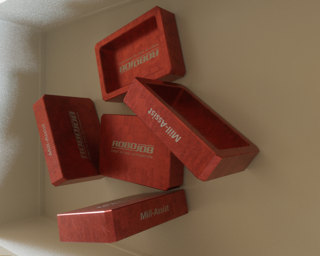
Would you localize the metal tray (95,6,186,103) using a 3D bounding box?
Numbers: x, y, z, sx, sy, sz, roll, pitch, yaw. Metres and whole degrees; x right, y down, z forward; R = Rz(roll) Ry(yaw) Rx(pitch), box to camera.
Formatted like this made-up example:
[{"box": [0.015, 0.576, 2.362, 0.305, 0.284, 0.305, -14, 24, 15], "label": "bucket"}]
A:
[{"box": [-0.032, -0.095, 0.426, 0.130, 0.030, 0.090, -17, 79, 38], "label": "metal tray"}]

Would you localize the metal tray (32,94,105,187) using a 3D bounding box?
[{"box": [-0.129, 0.016, 0.466, 0.030, 0.091, 0.129, -30, 72, 35], "label": "metal tray"}]

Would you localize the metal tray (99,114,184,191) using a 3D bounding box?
[{"box": [-0.028, 0.028, 0.421, 0.130, 0.030, 0.089, 5, 93, 39], "label": "metal tray"}]

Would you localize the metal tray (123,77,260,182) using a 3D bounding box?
[{"box": [0.033, -0.004, 0.333, 0.130, 0.091, 0.030, 45, 118, 30], "label": "metal tray"}]

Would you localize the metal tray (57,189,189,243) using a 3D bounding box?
[{"box": [-0.039, 0.101, 0.365, 0.090, 0.131, 0.030, -16, 81, 38], "label": "metal tray"}]
